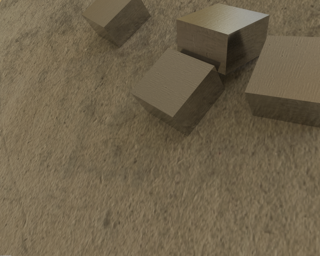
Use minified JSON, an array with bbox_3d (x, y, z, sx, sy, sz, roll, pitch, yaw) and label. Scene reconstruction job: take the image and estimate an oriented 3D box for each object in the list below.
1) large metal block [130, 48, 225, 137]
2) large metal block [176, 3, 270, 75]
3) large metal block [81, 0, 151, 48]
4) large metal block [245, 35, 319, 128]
[{"bbox_3d":[0.023,-0.048,0.404,0.080,0.050,0.080,33,80,38],"label":"large metal block"},{"bbox_3d":[0.079,-0.117,0.397,0.081,0.050,0.080,-32,45,-30],"label":"large metal block"},{"bbox_3d":[-0.078,-0.200,0.549,0.080,0.050,0.080,-47,52,-5],"label":"large metal block"},{"bbox_3d":[0.150,-0.053,0.341,0.080,0.050,0.080,14,69,33],"label":"large metal block"}]
